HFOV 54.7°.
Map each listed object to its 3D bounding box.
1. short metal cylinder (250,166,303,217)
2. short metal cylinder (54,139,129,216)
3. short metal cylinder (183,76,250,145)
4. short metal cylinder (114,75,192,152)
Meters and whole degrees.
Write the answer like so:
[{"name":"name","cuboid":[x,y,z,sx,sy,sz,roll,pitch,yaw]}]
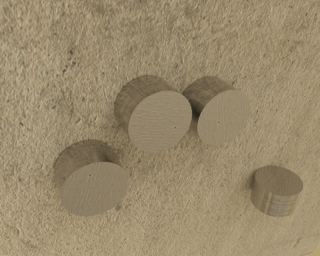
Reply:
[{"name":"short metal cylinder","cuboid":[0.207,0.112,0.553,0.081,0.080,0.050,-13,124,-22]},{"name":"short metal cylinder","cuboid":[-0.085,0.061,0.382,0.081,0.050,0.079,-14,124,-21]},{"name":"short metal cylinder","cuboid":[0.072,-0.024,0.415,0.081,0.050,0.079,-14,124,-21]},{"name":"short metal cylinder","cuboid":[-0.009,-0.018,0.375,0.081,0.050,0.079,-14,124,-21]}]
